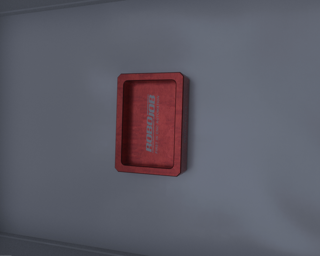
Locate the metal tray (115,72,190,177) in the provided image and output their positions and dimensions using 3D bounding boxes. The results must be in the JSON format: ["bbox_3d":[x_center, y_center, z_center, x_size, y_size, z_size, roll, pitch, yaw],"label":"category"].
[{"bbox_3d":[-0.010,-0.006,0.407,0.090,0.030,0.129,2,90,19],"label":"metal tray"}]
